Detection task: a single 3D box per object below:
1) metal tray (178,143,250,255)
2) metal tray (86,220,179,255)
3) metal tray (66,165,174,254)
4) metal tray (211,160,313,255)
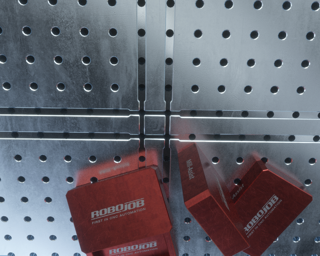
[{"bbox_3d":[0.063,0.084,0.389,0.030,0.130,0.090,-33,107,11],"label":"metal tray"},{"bbox_3d":[-0.042,0.191,0.480,0.131,0.030,0.089,-13,110,4],"label":"metal tray"},{"bbox_3d":[-0.056,0.113,0.435,0.131,0.030,0.090,-17,88,5],"label":"metal tray"},{"bbox_3d":[0.145,0.122,0.458,0.090,0.030,0.129,31,107,-11],"label":"metal tray"}]
